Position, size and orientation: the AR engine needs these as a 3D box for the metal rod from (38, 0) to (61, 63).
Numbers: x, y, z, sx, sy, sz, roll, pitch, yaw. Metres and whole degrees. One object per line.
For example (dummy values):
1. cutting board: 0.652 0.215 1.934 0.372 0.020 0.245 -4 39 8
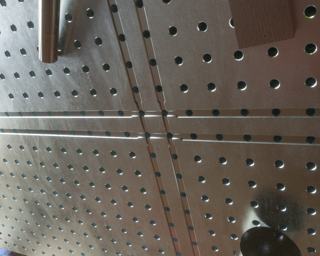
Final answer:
1. metal rod: -0.115 -0.196 0.326 0.025 0.025 0.298 30 135 8

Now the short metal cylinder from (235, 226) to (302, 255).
1. short metal cylinder: 0.141 0.180 0.412 0.080 0.080 0.050 19 126 17

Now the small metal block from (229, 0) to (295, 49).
1. small metal block: 0.097 -0.107 0.293 0.050 0.025 0.050 -5 116 30
